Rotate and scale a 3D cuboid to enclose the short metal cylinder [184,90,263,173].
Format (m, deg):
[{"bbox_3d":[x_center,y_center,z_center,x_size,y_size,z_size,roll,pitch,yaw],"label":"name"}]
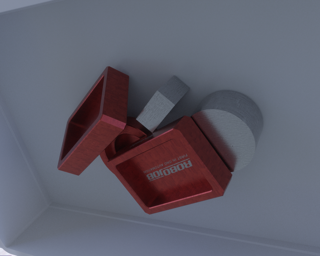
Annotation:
[{"bbox_3d":[0.072,0.004,0.353,0.080,0.050,0.079,13,124,20],"label":"short metal cylinder"}]

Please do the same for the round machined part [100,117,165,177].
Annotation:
[{"bbox_3d":[-0.034,0.027,0.430,0.098,0.042,0.097,13,124,20],"label":"round machined part"}]

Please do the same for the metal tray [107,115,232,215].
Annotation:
[{"bbox_3d":[0.007,0.050,0.368,0.130,0.030,0.090,-28,103,41],"label":"metal tray"}]

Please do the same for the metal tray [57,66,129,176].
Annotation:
[{"bbox_3d":[-0.088,-0.007,0.403,0.030,0.090,0.129,24,134,-28],"label":"metal tray"}]

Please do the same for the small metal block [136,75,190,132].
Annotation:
[{"bbox_3d":[0.004,-0.029,0.368,0.025,0.050,0.050,40,127,1],"label":"small metal block"}]
